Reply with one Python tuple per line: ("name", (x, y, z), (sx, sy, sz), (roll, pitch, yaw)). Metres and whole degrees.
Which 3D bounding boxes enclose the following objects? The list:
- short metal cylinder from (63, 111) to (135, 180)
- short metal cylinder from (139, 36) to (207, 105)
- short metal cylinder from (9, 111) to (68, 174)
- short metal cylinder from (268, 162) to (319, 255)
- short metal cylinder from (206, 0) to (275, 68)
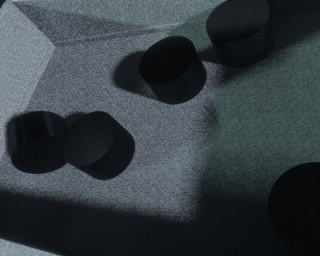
("short metal cylinder", (-0.081, 0.024, 0.416), (0.080, 0.050, 0.080), (-13, 56, 20))
("short metal cylinder", (0.019, -0.079, 0.427), (0.080, 0.050, 0.080), (-13, 56, 20))
("short metal cylinder", (-0.171, 0.022, 0.444), (0.080, 0.080, 0.050), (-32, 52, 7))
("short metal cylinder", (0.140, 0.076, 0.270), (0.080, 0.050, 0.080), (-13, 56, 20))
("short metal cylinder", (0.107, -0.128, 0.411), (0.080, 0.050, 0.080), (-13, 56, 20))
